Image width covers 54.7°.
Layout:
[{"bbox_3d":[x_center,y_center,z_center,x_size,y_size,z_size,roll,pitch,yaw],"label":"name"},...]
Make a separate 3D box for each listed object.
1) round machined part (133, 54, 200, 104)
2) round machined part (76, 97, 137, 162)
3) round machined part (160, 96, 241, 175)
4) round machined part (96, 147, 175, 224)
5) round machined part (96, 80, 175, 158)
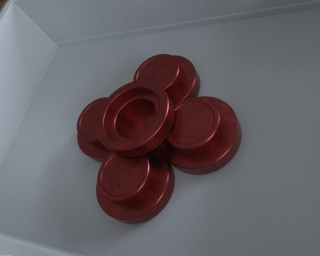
[{"bbox_3d":[0.002,-0.063,0.429,0.098,0.042,0.098,-13,56,21],"label":"round machined part"},{"bbox_3d":[-0.076,-0.004,0.435,0.098,0.042,0.098,-13,56,21],"label":"round machined part"},{"bbox_3d":[0.043,0.003,0.368,0.098,0.042,0.098,-13,56,21],"label":"round machined part"},{"bbox_3d":[-0.036,0.061,0.373,0.098,0.042,0.098,-13,55,19],"label":"round machined part"},{"bbox_3d":[-0.026,-0.008,0.384,0.098,0.042,0.098,-13,56,21],"label":"round machined part"}]
